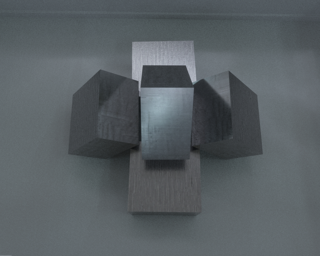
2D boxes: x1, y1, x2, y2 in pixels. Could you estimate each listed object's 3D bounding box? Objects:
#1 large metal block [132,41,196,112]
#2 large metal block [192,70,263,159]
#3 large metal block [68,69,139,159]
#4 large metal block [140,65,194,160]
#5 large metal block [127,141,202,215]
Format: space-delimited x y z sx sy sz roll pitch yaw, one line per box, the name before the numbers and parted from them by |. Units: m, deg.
large metal block | 0.005 -0.068 0.417 0.081 0.050 0.080 -1 70 -1
large metal block | 0.081 -0.011 0.376 0.050 0.080 0.080 -14 66 36
large metal block | -0.069 -0.012 0.375 0.050 0.080 0.080 13 66 -35
large metal block | 0.006 -0.020 0.344 0.050 0.079 0.080 0 26 -1
large metal block | 0.006 0.062 0.372 0.080 0.050 0.080 1 70 0
